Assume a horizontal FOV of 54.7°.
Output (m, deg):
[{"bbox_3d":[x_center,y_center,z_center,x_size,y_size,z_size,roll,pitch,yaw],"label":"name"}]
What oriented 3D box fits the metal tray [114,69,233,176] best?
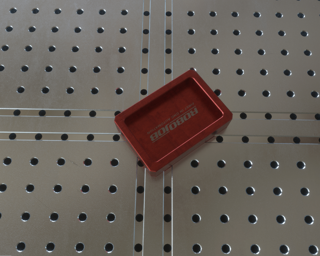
[{"bbox_3d":[0.018,-0.009,0.412,0.131,0.030,0.090,-34,74,-12],"label":"metal tray"}]
